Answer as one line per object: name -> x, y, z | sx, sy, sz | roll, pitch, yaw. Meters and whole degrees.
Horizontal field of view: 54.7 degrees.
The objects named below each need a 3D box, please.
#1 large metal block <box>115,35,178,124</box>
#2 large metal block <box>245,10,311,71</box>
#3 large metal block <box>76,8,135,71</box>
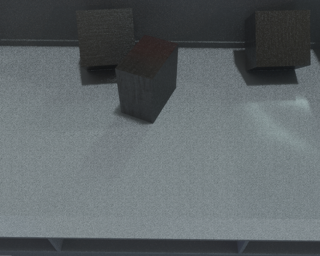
large metal block -> -0.015, -0.067, 0.425 | 0.050, 0.080, 0.080 | 20, 53, 16
large metal block -> 0.178, -0.131, 0.473 | 0.081, 0.050, 0.079 | -2, 94, -2
large metal block -> -0.079, -0.133, 0.473 | 0.081, 0.050, 0.079 | -5, 94, -4
